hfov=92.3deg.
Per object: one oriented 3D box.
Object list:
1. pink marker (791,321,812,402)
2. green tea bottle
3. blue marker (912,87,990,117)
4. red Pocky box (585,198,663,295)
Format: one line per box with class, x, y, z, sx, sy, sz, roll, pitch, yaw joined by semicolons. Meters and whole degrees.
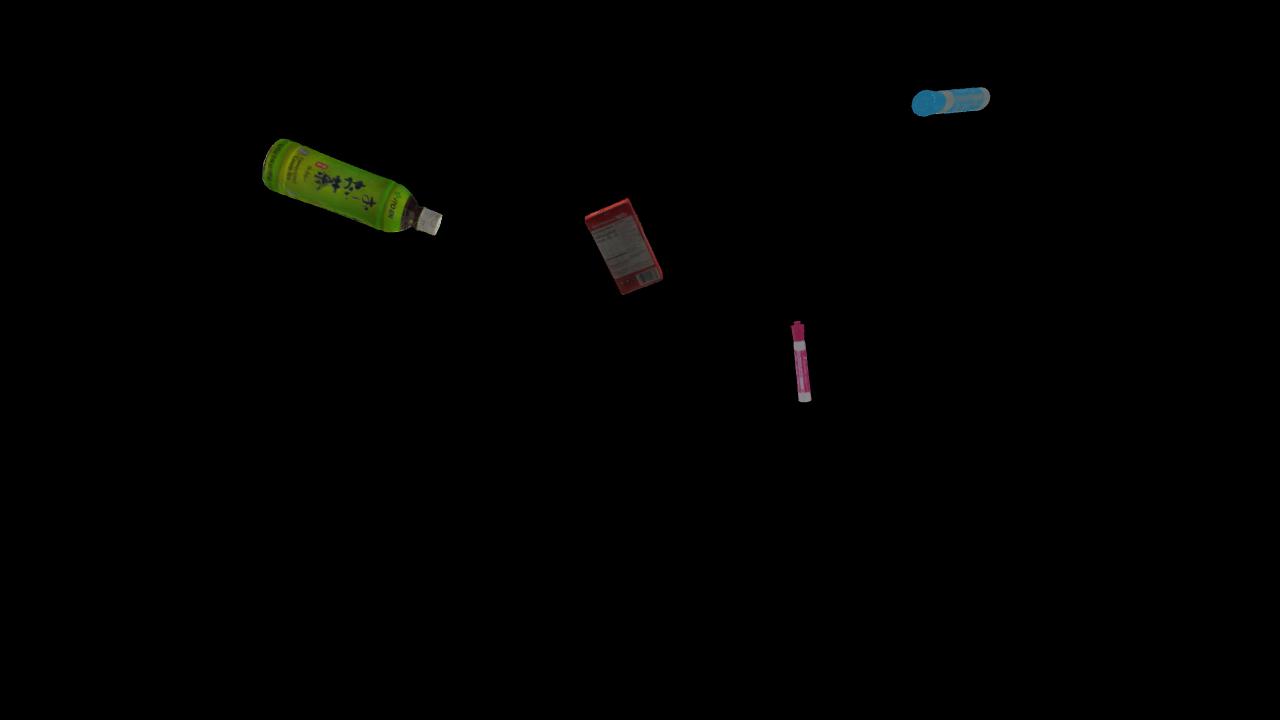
pink marker;0.237;0.002;0.904;0.020;0.121;0.020;-9;12;2
green tea bottle;-0.367;-0.216;0.803;0.212;0.073;0.073;18;-4;-13
blue marker;0.254;-0.210;0.500;0.121;0.020;0.020;-23;15;-39
red Pocky box;-0.025;-0.193;1.056;0.083;0.155;0.028;-19;32;14
